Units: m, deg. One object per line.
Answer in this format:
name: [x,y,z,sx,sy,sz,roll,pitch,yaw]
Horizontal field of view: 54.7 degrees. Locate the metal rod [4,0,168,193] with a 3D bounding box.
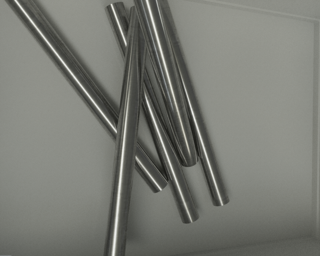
metal rod: [-0.085,-0.041,0.379,0.025,0.025,0.299,-39,103,-16]

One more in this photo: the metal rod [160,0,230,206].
metal rod: [0.041,-0.034,0.426,0.025,0.025,0.298,-21,97,-19]

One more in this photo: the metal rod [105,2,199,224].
metal rod: [-0.008,-0.014,0.408,0.025,0.025,0.298,-22,98,-19]

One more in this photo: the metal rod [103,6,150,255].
metal rod: [-0.039,0.005,0.369,0.025,0.025,0.298,7,88,-20]

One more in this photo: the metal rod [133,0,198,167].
metal rod: [0.003,-0.073,0.347,0.025,0.025,0.298,-30,125,-18]
